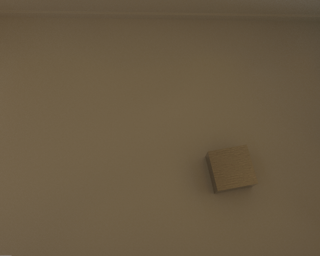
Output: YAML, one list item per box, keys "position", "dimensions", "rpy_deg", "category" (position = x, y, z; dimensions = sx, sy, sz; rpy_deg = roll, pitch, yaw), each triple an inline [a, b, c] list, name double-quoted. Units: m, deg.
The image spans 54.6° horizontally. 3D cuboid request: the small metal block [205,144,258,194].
- position: [0.089, 0.052, 0.391]
  dimensions: [0.050, 0.025, 0.050]
  rpy_deg: [-10, 70, -4]
  category: "small metal block"
